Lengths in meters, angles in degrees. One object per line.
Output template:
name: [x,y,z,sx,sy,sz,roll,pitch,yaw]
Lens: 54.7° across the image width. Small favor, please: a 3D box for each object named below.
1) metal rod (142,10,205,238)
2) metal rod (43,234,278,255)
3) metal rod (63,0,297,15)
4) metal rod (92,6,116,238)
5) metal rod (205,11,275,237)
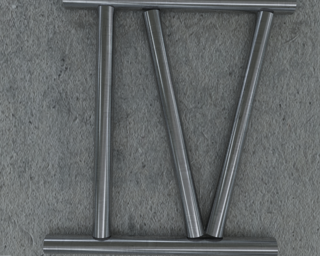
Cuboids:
metal rod: [0.018,-0.006,0.410,0.025,0.025,0.298,-11,90,0]
metal rod: [0.001,0.155,0.410,0.302,0.025,0.025,1,90,-1]
metal rod: [0.026,-0.167,0.411,0.302,0.025,0.025,1,90,-1]
metal rod: [-0.074,-0.008,0.409,0.025,0.025,0.298,1,90,-1]
metal rod: [0.106,-0.005,0.412,0.025,0.025,0.298,13,90,-1]
